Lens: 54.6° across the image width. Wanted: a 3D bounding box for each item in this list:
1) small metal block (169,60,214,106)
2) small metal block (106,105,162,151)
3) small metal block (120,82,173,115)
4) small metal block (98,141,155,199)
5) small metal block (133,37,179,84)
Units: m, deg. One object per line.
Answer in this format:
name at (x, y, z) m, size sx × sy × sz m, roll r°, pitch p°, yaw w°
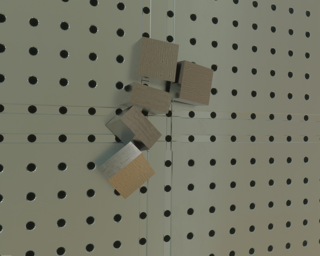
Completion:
small metal block at (0.043, -0.060, 0.422) m, size 0.050 × 0.025 × 0.050 m, roll 10°, pitch 87°, yaw -33°
small metal block at (-0.033, 0.002, 0.385) m, size 0.050 × 0.050 × 0.025 m, roll 48°, pitch 64°, yaw -14°
small metal block at (-0.019, -0.036, 0.392) m, size 0.050 × 0.050 × 0.025 m, roll 15°, pitch 85°, yaw -19°
small metal block at (-0.040, 0.053, 0.383) m, size 0.050 × 0.025 × 0.050 m, roll -40°, pitch 140°, yaw -11°
small metal block at (-0.005, -0.088, 0.410) m, size 0.050 × 0.025 × 0.050 m, roll 7°, pitch 88°, yaw -20°
